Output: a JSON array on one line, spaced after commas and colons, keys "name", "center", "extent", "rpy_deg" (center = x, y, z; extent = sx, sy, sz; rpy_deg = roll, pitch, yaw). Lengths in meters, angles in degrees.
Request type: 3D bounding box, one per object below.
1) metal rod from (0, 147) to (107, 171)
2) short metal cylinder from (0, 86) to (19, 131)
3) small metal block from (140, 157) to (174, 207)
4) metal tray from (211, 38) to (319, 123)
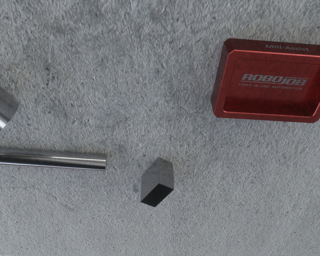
[{"name": "metal rod", "center": [-0.228, 0.039, 0.436], "extent": [0.302, 0.025, 0.025], "rpy_deg": [4, 130, -4]}, {"name": "short metal cylinder", "center": [-0.211, -0.019, 0.352], "extent": [0.080, 0.080, 0.050], "rpy_deg": [-26, 126, 20]}, {"name": "small metal block", "center": [-0.005, 0.080, 0.459], "extent": [0.025, 0.050, 0.050], "rpy_deg": [26, 125, -21]}, {"name": "metal tray", "center": [0.133, -0.052, 0.361], "extent": [0.131, 0.030, 0.089], "rpy_deg": [3, 130, -4]}]
